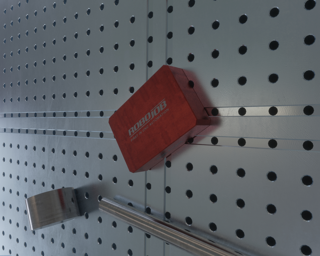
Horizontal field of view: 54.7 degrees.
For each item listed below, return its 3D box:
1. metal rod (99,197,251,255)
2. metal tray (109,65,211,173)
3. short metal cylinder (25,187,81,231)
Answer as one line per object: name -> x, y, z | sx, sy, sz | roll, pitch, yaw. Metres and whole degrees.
metal rod -> 0.030, 0.138, 0.384 | 0.300, 0.025, 0.025 | 10, 96, 39
metal tray -> -0.007, -0.009, 0.412 | 0.129, 0.030, 0.090 | -40, 66, 33
short metal cylinder -> -0.180, 0.136, 0.522 | 0.080, 0.081, 0.050 | -28, 73, 36
